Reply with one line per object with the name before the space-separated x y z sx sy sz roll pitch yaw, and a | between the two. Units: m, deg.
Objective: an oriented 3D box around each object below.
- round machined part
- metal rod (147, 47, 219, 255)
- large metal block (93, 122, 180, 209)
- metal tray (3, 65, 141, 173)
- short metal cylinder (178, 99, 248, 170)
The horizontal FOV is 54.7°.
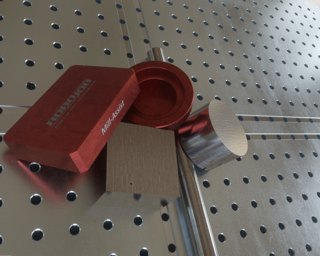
round machined part | -0.007 -0.035 0.398 0.099 0.042 0.098 0 64 0
metal rod | 0.023 0.016 0.411 0.025 0.025 0.299 1 61 -28
large metal block | -0.028 0.044 0.350 0.081 0.050 0.080 10 58 -23
metal tray | -0.089 -0.018 0.336 0.090 0.030 0.130 8 48 23
short metal cylinder | 0.070 0.009 0.407 0.080 0.050 0.080 31 43 -33
